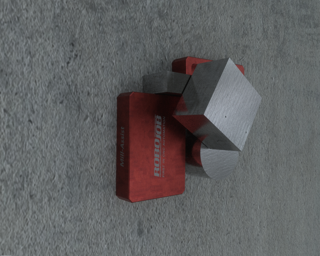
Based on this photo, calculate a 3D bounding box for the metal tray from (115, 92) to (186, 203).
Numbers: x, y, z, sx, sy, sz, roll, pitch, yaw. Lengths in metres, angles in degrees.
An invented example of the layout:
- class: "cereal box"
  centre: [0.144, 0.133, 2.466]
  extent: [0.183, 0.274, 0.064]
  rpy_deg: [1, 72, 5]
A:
- class: "metal tray"
  centre: [-0.010, 0.023, 0.396]
  extent: [0.091, 0.030, 0.129]
  rpy_deg: [1, 90, -40]

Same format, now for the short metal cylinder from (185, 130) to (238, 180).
- class: "short metal cylinder"
  centre: [0.068, 0.032, 0.446]
  extent: [0.081, 0.050, 0.080]
  rpy_deg: [0, 91, -39]

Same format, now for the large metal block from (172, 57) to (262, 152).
- class: "large metal block"
  centre: [0.073, -0.027, 0.384]
  extent: [0.080, 0.050, 0.080]
  rpy_deg: [40, 66, -33]

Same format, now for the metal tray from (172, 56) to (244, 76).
- class: "metal tray"
  centre: [0.077, -0.054, 0.466]
  extent: [0.131, 0.030, 0.089]
  rpy_deg: [-2, 92, -40]

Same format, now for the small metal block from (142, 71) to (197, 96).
- class: "small metal block"
  centre: [0.012, -0.055, 0.400]
  extent: [0.050, 0.050, 0.025]
  rpy_deg: [1, 90, -40]
